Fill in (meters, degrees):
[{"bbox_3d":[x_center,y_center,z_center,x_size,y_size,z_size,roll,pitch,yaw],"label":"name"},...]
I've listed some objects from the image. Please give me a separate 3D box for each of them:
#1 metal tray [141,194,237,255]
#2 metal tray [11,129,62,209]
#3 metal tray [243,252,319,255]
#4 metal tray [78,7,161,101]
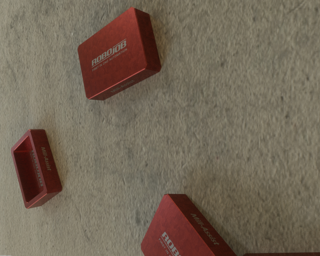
[{"bbox_3d":[0.032,0.148,0.350,0.130,0.030,0.089,45,118,49],"label":"metal tray"},{"bbox_3d":[-0.240,0.078,0.595,0.090,0.030,0.130,-36,68,34],"label":"metal tray"},{"bbox_3d":[0.140,0.165,0.285,0.130,0.030,0.090,-19,78,38],"label":"metal tray"},{"bbox_3d":[-0.064,-0.103,0.452,0.130,0.030,0.090,-20,77,38],"label":"metal tray"}]
